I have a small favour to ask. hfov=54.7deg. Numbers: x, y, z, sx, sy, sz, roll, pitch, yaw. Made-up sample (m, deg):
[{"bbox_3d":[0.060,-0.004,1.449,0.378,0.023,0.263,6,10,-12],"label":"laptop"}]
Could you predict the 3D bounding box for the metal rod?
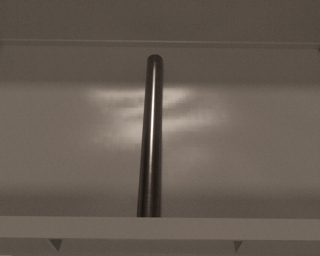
[{"bbox_3d":[-0.010,0.007,0.398,0.025,0.025,0.300,1,50,0],"label":"metal rod"}]
